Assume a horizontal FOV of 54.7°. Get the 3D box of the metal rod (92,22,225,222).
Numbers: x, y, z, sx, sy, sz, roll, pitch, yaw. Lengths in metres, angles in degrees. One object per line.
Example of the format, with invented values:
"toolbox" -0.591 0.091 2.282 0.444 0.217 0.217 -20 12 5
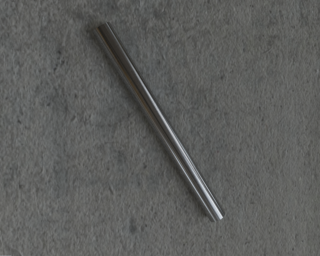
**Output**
"metal rod" 0.004 0.000 0.411 0.025 0.025 0.299 -35 102 -17
